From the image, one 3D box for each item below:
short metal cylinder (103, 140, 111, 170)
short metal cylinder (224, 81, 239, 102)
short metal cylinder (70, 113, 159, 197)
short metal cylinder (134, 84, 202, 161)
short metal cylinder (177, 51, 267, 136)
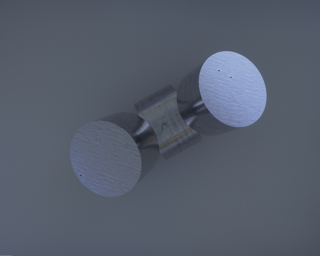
[{"bbox_3d":[-0.048,0.025,0.397,0.081,0.050,0.079,0,90,-1],"label":"short metal cylinder"},{"bbox_3d":[0.067,-0.037,0.398,0.081,0.050,0.079,0,90,-1],"label":"short metal cylinder"},{"bbox_3d":[-0.047,0.026,0.332,0.080,0.050,0.079,4,104,18],"label":"short metal cylinder"},{"bbox_3d":[0.009,-0.007,0.382,0.050,0.080,0.080,-30,90,0],"label":"short metal cylinder"},{"bbox_3d":[0.065,-0.035,0.333,0.081,0.050,0.080,5,77,-21],"label":"short metal cylinder"}]
